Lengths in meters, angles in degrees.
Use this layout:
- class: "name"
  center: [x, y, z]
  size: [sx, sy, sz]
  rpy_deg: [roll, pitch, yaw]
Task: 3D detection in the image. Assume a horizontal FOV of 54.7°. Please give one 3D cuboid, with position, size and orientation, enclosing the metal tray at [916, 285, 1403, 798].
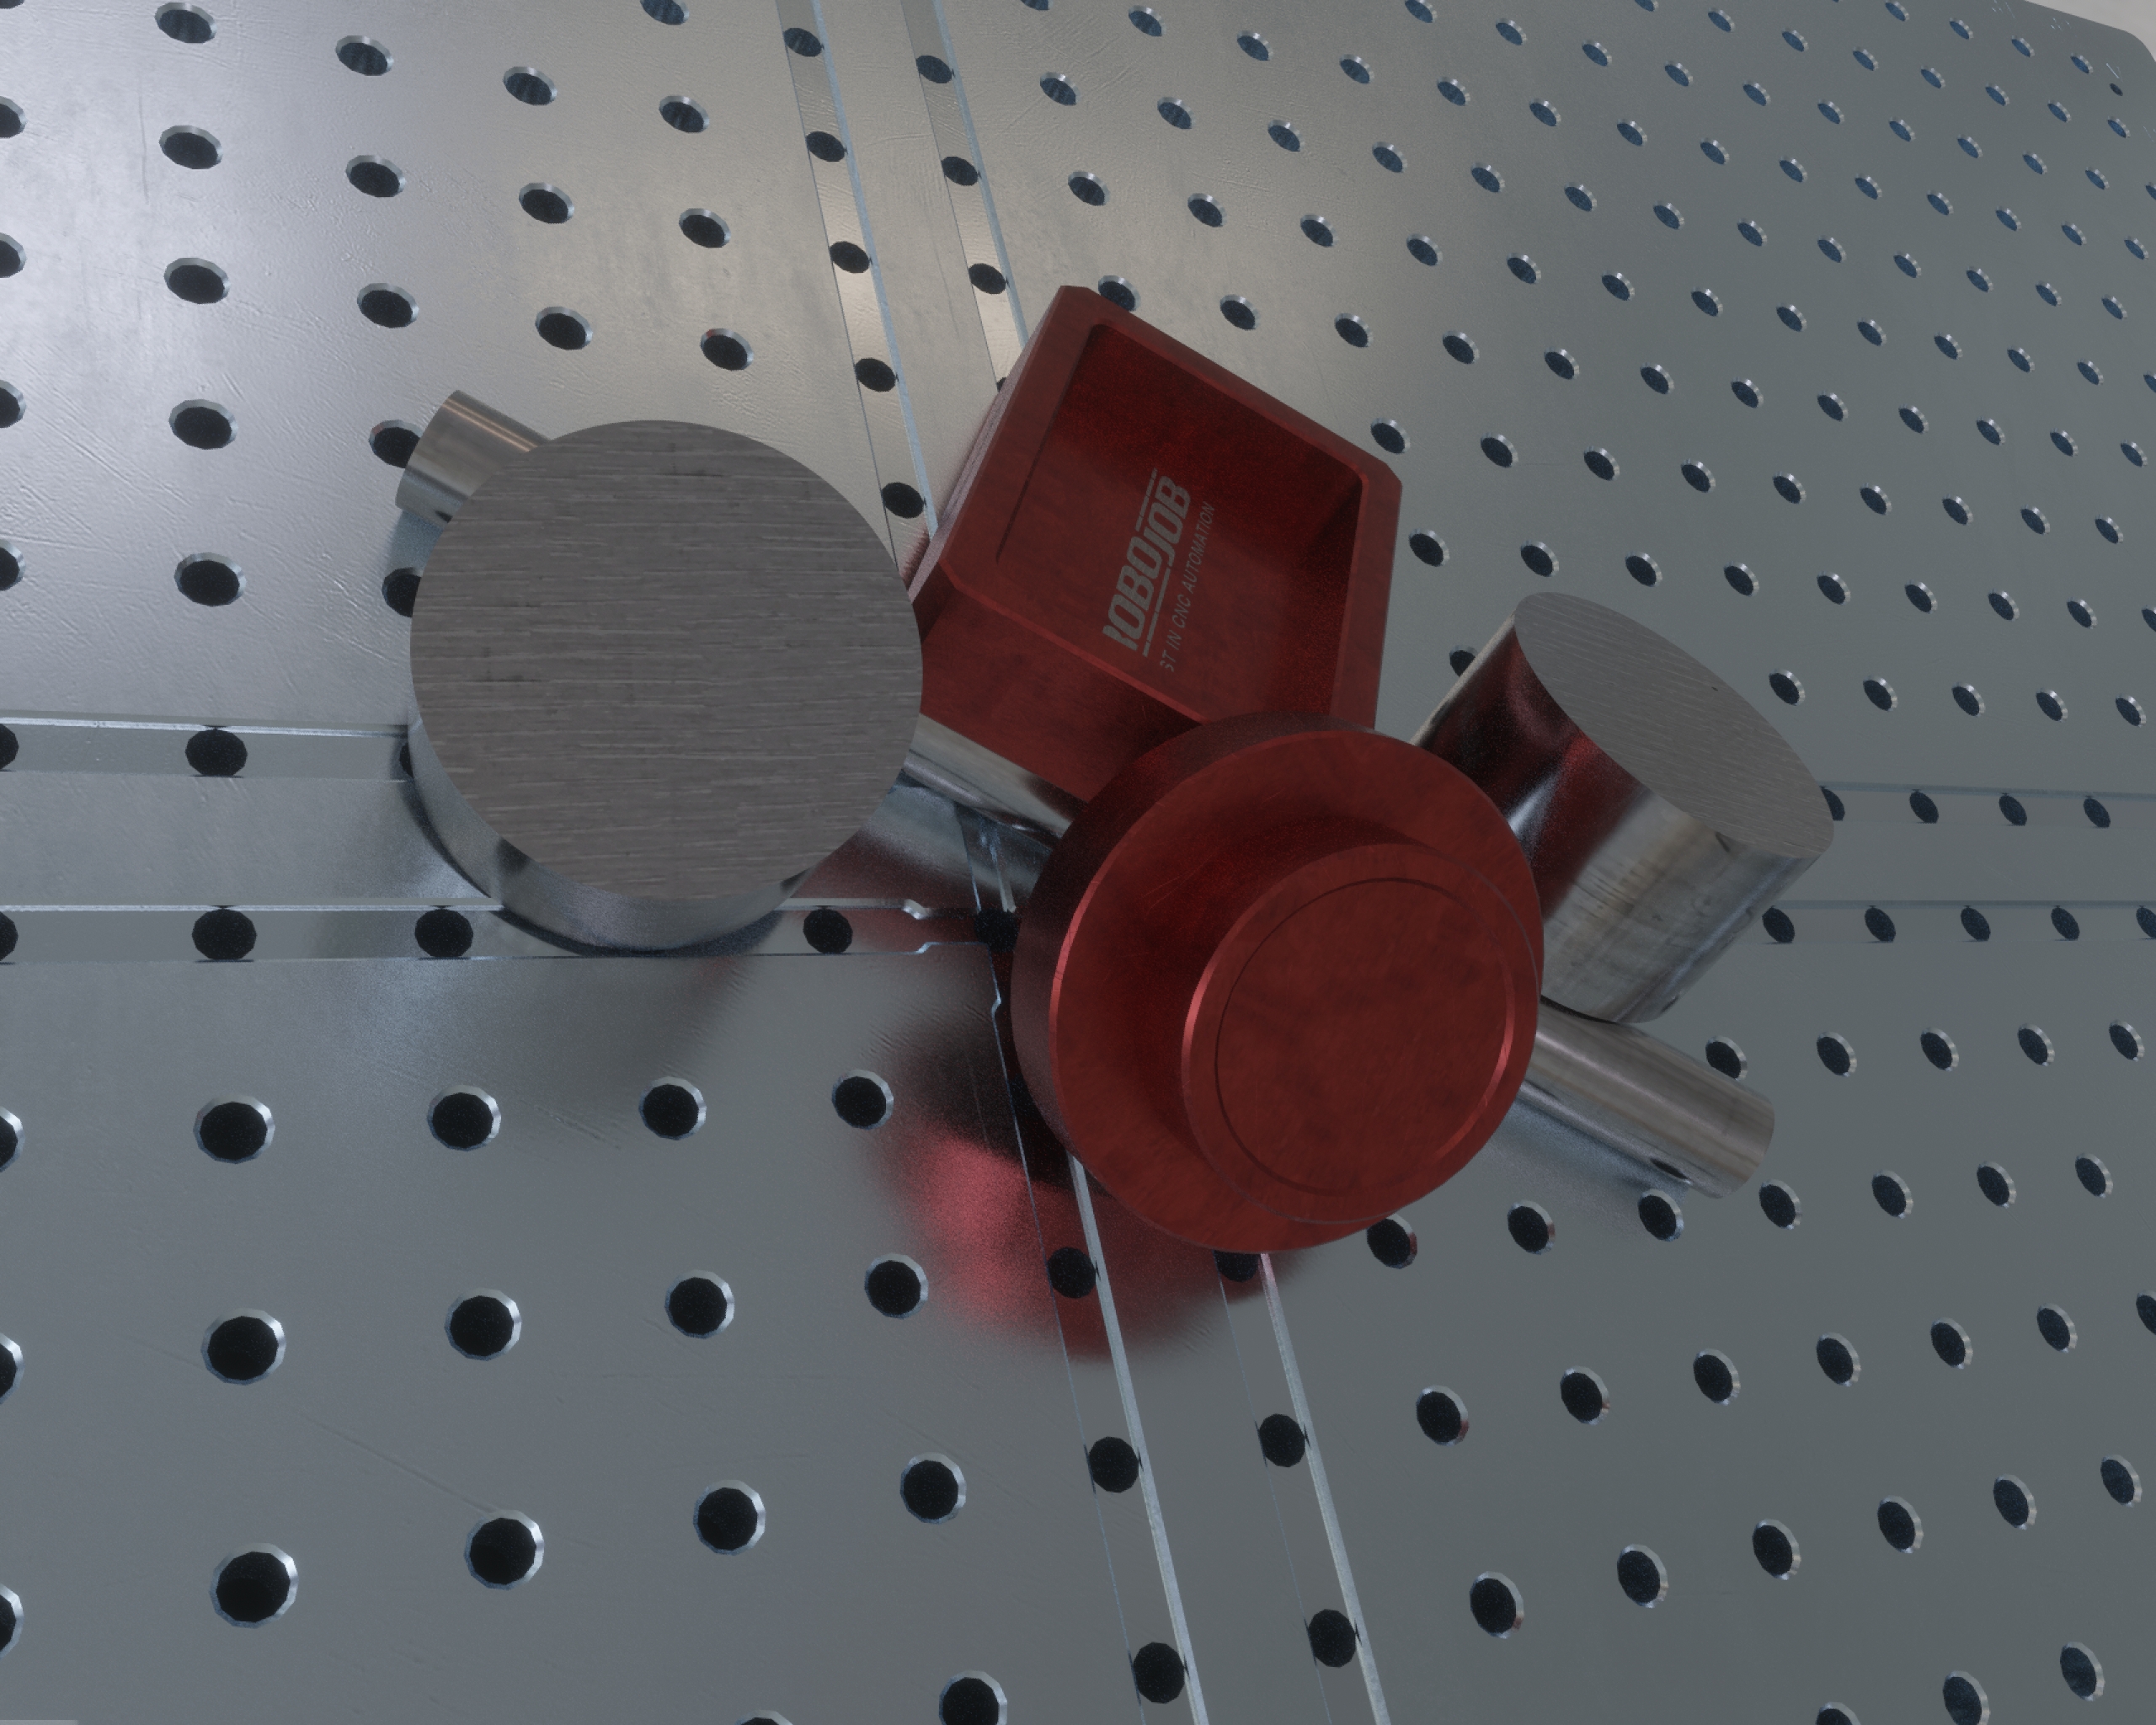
- class: "metal tray"
  center: [0.018, -0.061, 0.433]
  size: [0.090, 0.030, 0.130]
  rpy_deg: [28, 39, -10]

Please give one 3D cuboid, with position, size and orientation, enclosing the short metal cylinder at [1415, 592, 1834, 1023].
- class: "short metal cylinder"
  center: [0.111, -0.012, 0.444]
  size: [0.080, 0.050, 0.080]
  rpy_deg: [24, 33, -17]

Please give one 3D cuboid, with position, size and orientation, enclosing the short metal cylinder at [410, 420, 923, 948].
- class: "short metal cylinder"
  center: [-0.072, -0.028, 0.355]
  size: [0.081, 0.050, 0.080]
  rpy_deg: [4, 77, -18]

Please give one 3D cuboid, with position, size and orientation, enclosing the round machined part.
- class: "round machined part"
  center: [0.041, 0.025, 0.369]
  size: [0.099, 0.042, 0.097]
  rpy_deg: [-6, 106, -21]

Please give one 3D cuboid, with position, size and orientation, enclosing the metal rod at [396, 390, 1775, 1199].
- class: "metal rod"
  center: [0.009, -0.008, 0.418]
  size: [0.301, 0.025, 0.025]
  rpy_deg: [28, 52, -11]
